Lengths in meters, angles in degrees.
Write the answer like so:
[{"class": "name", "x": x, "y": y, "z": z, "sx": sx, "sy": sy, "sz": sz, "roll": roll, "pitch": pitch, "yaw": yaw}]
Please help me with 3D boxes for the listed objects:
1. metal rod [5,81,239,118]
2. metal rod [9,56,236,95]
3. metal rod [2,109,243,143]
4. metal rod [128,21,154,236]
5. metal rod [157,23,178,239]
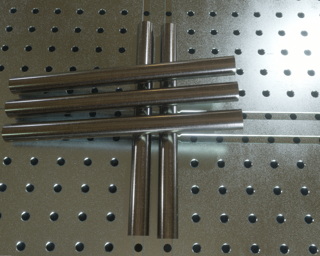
[{"class": "metal rod", "x": -0.053, "y": -0.036, "z": 0.402, "sx": 0.302, "sy": 0.025, "sz": 0.025, "roll": -4, "pitch": 70, "yaw": 7}, {"class": "metal rod", "x": -0.054, "y": -0.070, "z": 0.415, "sx": 0.302, "sy": 0.025, "sz": 0.025, "roll": -4, "pitch": 70, "yaw": 6}, {"class": "metal rod", "x": -0.051, "y": -0.002, "z": 0.389, "sx": 0.302, "sy": 0.025, "sz": 0.025, "roll": -3, "pitch": 70, "yaw": 7}, {"class": "metal rod", "x": -0.023, "y": -0.013, "z": 0.416, "sx": 0.025, "sy": 0.025, "sz": 0.299, "roll": 1, "pitch": 70, "yaw": 0}, {"class": "metal rod", "x": 0.011, "y": -0.010, "z": 0.416, "sx": 0.025, "sy": 0.025, "sz": 0.299, "roll": 1, "pitch": 70, "yaw": 0}]
